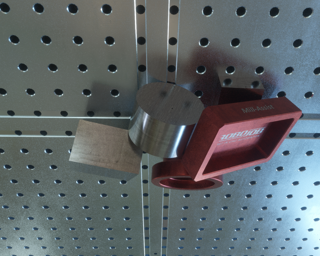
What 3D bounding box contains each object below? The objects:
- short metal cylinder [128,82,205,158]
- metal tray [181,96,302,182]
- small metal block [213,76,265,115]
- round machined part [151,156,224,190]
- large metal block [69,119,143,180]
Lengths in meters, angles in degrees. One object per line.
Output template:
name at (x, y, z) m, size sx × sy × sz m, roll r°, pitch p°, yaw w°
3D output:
short metal cylinder at (0.007, -0.011, 0.366) m, size 0.081 × 0.080 × 0.050 m, roll 11°, pitch 129°, yaw -9°
metal tray at (0.097, 0.012, 0.369) m, size 0.131 × 0.030 × 0.089 m, roll -9°, pitch 136°, yaw -30°
small metal block at (0.095, -0.035, 0.383) m, size 0.050 × 0.025 × 0.050 m, roll 2°, pitch 130°, yaw -2°
round machined part at (0.038, 0.057, 0.432) m, size 0.099 × 0.042 × 0.098 m, roll 2°, pitch 158°, yaw 1°
large metal block at (-0.069, 0.032, 0.399) m, size 0.081 × 0.050 × 0.080 m, roll 13°, pitch 162°, yaw -11°
